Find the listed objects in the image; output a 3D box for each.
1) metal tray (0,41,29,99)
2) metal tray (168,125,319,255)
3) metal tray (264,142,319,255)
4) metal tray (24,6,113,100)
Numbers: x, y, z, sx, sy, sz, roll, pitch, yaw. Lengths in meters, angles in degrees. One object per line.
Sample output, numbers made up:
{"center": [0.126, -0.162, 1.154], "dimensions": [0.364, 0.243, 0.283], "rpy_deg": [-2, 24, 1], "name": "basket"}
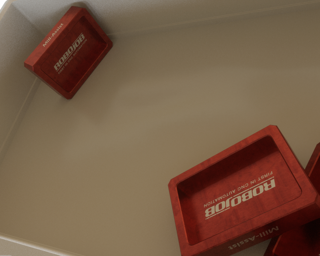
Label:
{"center": [-0.345, -0.121, 0.661], "dimensions": [0.090, 0.030, 0.130], "rpy_deg": [-4, 60, 26], "name": "metal tray"}
{"center": [0.075, 0.065, 0.300], "dimensions": [0.130, 0.030, 0.090], "rpy_deg": [-32, 40, 19], "name": "metal tray"}
{"center": [0.146, 0.070, 0.249], "dimensions": [0.130, 0.030, 0.090], "rpy_deg": [-58, 11, -13], "name": "metal tray"}
{"center": [-0.148, -0.124, 0.518], "dimensions": [0.030, 0.090, 0.130], "rpy_deg": [26, 76, 37], "name": "metal tray"}
